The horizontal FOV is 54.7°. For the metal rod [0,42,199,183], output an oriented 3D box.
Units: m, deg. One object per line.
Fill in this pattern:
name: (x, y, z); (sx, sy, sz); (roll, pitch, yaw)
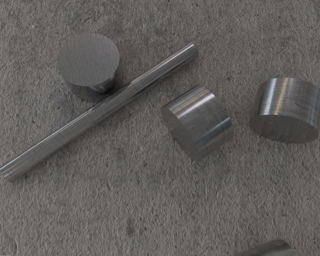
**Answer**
metal rod: (-0.071, -0.027, 0.417); (0.301, 0.025, 0.025); (-36, 74, -12)

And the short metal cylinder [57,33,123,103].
short metal cylinder: (-0.093, -0.081, 0.424); (0.081, 0.050, 0.080); (0, 70, 0)

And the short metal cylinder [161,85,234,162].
short metal cylinder: (0.044, -0.006, 0.381); (0.050, 0.080, 0.080); (-33, 74, -11)

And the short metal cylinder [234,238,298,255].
short metal cylinder: (0.118, 0.162, 0.320); (0.050, 0.080, 0.080); (-18, 71, -7)

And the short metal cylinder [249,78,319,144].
short metal cylinder: (0.158, -0.020, 0.387); (0.080, 0.080, 0.050); (17, 71, 6)
